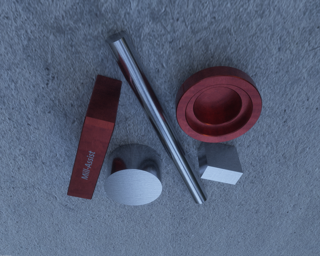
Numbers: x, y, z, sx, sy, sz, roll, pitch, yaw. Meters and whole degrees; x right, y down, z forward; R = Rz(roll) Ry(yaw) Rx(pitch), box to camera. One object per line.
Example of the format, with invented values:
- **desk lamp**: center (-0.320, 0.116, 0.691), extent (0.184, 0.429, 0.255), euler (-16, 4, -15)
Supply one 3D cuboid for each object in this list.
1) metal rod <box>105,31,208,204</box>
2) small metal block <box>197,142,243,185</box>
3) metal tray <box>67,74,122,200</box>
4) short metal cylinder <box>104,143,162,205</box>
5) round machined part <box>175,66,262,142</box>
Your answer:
- **metal rod**: center (0.010, 0.009, 0.417), extent (0.025, 0.025, 0.299), euler (-18, 128, 14)
- **small metal block**: center (0.082, 0.047, 0.430), extent (0.050, 0.050, 0.025), euler (13, 129, -11)
- **metal tray**: center (-0.080, 0.013, 0.376), extent (0.030, 0.090, 0.129), euler (14, 129, -12)
- **short metal cylinder**: center (-0.037, 0.068, 0.449), extent (0.081, 0.050, 0.079), euler (0, 130, 0)
- **round machined part**: center (0.067, -0.032, 0.371), extent (0.099, 0.042, 0.097), euler (-1, 130, 0)
